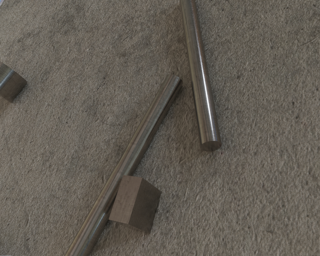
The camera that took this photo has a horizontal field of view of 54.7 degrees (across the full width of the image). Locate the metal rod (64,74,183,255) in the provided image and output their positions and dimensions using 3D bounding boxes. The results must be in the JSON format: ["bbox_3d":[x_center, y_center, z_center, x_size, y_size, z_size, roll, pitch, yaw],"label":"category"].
[{"bbox_3d":[-0.048,0.058,0.393,0.025,0.025,0.300,17,70,35],"label":"metal rod"}]

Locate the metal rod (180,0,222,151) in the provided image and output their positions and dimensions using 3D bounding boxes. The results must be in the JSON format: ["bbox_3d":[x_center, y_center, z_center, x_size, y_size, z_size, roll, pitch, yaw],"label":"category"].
[{"bbox_3d":[0.051,-0.104,0.440,0.025,0.025,0.299,-16,55,19],"label":"metal rod"}]

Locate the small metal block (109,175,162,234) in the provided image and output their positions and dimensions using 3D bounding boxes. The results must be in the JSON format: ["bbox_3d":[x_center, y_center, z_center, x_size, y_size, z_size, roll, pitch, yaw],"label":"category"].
[{"bbox_3d":[-0.026,0.086,0.349,0.025,0.050,0.050,3,63,29],"label":"small metal block"}]

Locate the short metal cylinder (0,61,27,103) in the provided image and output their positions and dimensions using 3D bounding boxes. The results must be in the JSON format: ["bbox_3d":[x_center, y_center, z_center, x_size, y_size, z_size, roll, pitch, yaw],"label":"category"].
[{"bbox_3d":[-0.301,-0.091,0.582,0.080,0.080,0.050,24,75,36],"label":"short metal cylinder"}]
